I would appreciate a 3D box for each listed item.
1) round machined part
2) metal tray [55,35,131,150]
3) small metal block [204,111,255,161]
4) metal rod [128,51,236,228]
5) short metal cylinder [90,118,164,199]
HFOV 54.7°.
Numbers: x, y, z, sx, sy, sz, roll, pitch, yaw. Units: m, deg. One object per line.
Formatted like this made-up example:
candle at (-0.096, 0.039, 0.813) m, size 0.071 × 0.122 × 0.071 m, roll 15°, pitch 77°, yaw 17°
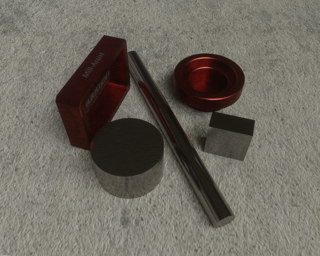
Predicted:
round machined part at (0.068, -0.061, 0.446) m, size 0.099 × 0.042 × 0.098 m, roll 0°, pitch 50°, yaw 0°
metal tray at (-0.079, -0.047, 0.401) m, size 0.030 × 0.089 × 0.130 m, roll 14°, pitch 51°, yaw 11°
small metal block at (0.083, 0.010, 0.377) m, size 0.050 × 0.050 × 0.025 m, roll 13°, pitch 51°, yaw 10°
metal rod at (0.011, -0.008, 0.412) m, size 0.025 × 0.025 × 0.300 m, roll -17°, pitch 52°, yaw -14°
short metal cylinder at (-0.036, 0.035, 0.359) m, size 0.081 × 0.050 × 0.080 m, roll 0°, pitch 50°, yaw 0°
